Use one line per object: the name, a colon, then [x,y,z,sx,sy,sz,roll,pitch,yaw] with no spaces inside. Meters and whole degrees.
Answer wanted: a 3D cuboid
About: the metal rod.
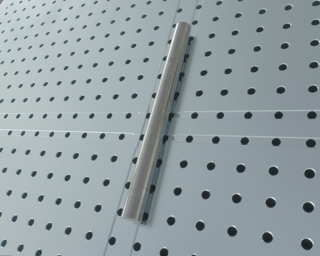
metal rod: [0.002,-0.025,0.421,0.025,0.025,0.300,1,62,28]
